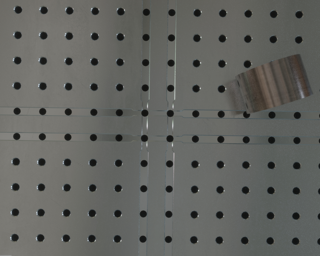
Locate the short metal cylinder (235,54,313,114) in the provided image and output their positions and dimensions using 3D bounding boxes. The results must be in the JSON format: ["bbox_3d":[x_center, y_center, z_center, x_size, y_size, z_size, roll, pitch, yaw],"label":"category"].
[{"bbox_3d":[0.141,-0.053,0.387,0.080,0.080,0.050,-18,90,0],"label":"short metal cylinder"}]
